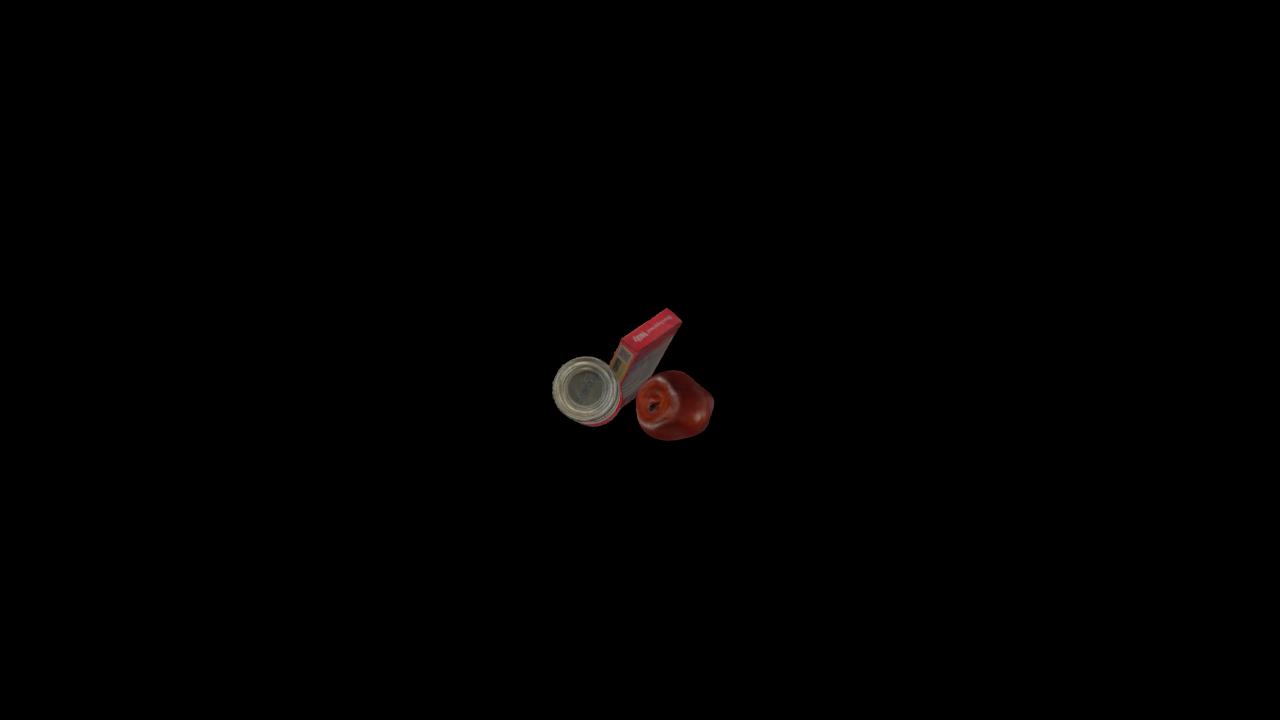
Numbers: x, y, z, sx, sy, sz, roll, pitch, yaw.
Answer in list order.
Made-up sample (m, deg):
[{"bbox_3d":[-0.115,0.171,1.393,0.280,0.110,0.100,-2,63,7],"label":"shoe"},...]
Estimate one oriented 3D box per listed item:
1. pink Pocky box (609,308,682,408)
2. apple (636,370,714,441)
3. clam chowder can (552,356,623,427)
[{"bbox_3d":[-0.008,0.009,0.746,0.084,0.029,0.155,-36,-16,-37],"label":"pink Pocky box"},{"bbox_3d":[0.038,0.052,0.673,0.079,0.079,0.093,0,-7,40],"label":"apple"},{"bbox_3d":[-0.054,0.035,0.654,0.068,0.068,0.102,0,-8,1],"label":"clam chowder can"}]
